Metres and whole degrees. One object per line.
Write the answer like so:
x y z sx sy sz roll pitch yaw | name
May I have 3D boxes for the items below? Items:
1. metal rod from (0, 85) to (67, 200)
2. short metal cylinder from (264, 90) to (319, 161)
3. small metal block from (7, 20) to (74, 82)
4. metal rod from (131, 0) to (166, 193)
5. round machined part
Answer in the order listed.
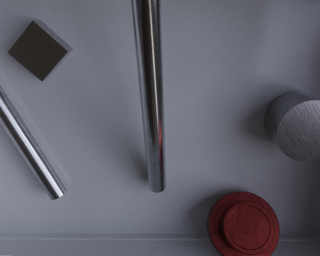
-0.206 -0.033 0.396 0.025 0.025 0.299 -23 109 8 | metal rod
0.182 -0.004 0.399 0.081 0.050 0.079 0 110 -1 | short metal cylinder
-0.144 -0.093 0.375 0.050 0.025 0.050 42 104 -14 | small metal block
-0.008 -0.023 0.339 0.025 0.025 0.298 -2 135 0 | metal rod
0.117 0.137 0.428 0.099 0.042 0.098 1 72 -2 | round machined part
